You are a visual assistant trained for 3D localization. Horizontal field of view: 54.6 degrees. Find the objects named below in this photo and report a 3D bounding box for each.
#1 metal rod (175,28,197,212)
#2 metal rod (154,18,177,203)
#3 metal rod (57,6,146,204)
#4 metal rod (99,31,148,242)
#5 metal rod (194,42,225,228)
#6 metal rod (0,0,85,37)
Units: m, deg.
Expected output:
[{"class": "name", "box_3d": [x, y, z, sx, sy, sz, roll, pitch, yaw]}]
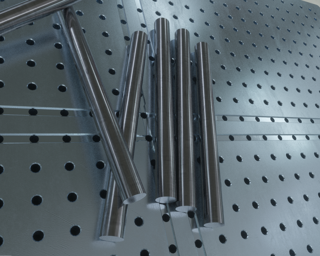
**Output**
[{"class": "metal rod", "box_3d": [0.034, -0.031, 0.444, 0.025, 0.025, 0.300, 15, 56, -20]}, {"class": "metal rod", "box_3d": [0.005, -0.045, 0.437, 0.025, 0.025, 0.300, 13, 56, -21]}, {"class": "metal rod", "box_3d": [-0.081, -0.052, 0.377, 0.025, 0.025, 0.299, -8, 60, -31]}, {"class": "metal rod", "box_3d": [-0.040, -0.014, 0.394, 0.025, 0.025, 0.300, 17, 55, -19]}, {"class": "metal rod", "box_3d": [0.068, -0.011, 0.450, 0.025, 0.025, 0.300, 15, 56, -20]}, {"class": "metal rod", "box_3d": [-0.203, -0.106, 0.345, 0.025, 0.025, 0.302, 46, 57, 4]}]
